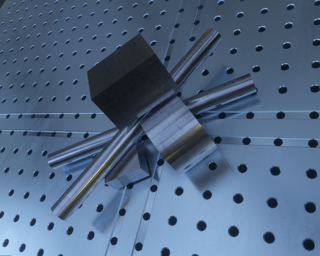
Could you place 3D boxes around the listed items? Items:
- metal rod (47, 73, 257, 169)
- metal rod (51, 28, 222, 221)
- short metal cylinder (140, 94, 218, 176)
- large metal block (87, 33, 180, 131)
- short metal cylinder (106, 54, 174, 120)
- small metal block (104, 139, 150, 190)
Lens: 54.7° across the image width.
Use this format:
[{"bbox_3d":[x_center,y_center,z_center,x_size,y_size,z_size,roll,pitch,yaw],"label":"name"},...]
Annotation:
[{"bbox_3d":[-0.022,-0.003,0.417,0.301,0.025,0.025,-21,54,15],"label":"metal rod"},{"bbox_3d":[-0.024,-0.010,0.391,0.025,0.025,0.300,35,80,38],"label":"metal rod"},{"bbox_3d":[0.021,0.007,0.353,0.050,0.080,0.080,-38,51,4],"label":"short metal cylinder"},{"bbox_3d":[-0.034,-0.056,0.359,0.080,0.050,0.080,-35,34,6],"label":"large metal block"},{"bbox_3d":[-0.028,-0.057,0.437,0.080,0.050,0.080,-13,56,21],"label":"short metal cylinder"},{"bbox_3d":[-0.046,0.044,0.400,0.050,0.025,0.050,-25,53,13],"label":"small metal block"}]
